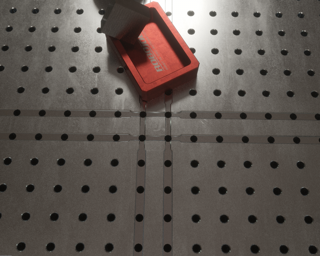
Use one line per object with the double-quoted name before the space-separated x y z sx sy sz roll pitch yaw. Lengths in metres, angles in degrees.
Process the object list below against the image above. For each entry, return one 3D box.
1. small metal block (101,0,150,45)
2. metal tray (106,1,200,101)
"small metal block" -0.048 -0.149 0.427 0.050 0.050 0.025 14 50 -28
"metal tray" -0.014 -0.114 0.450 0.090 0.030 0.130 -27 73 -10
